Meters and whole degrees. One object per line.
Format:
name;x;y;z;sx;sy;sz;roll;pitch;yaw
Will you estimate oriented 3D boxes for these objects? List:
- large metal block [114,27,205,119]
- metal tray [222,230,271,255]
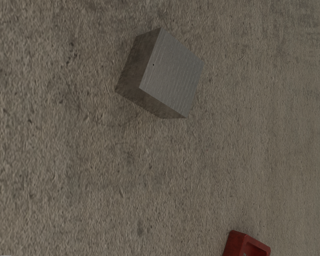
large metal block;0.002;-0.065;0.390;0.080;0.050;0.080;30;72;-36
metal tray;0.134;0.248;0.514;0.090;0.030;0.130;36;68;-34
